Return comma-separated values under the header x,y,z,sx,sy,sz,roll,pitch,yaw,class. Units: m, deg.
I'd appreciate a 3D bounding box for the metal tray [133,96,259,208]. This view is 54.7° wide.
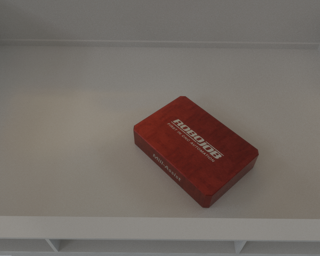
x,y,z,sx,sy,sz,roll,pitch,yaw,class
0.041,0.023,0.383,0.091,0.030,0.130,-34,58,-26,metal tray
